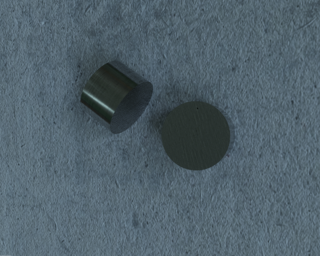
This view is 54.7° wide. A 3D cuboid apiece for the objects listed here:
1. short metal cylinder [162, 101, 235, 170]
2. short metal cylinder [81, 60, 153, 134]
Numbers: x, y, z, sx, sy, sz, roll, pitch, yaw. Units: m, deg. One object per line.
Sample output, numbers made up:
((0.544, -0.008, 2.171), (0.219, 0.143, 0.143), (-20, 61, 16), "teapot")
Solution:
((0.048, 0.009, 0.379), (0.080, 0.050, 0.080), (0, 90, 20), "short metal cylinder")
((-0.054, -0.039, 0.399), (0.050, 0.080, 0.080), (37, 102, 16), "short metal cylinder")
